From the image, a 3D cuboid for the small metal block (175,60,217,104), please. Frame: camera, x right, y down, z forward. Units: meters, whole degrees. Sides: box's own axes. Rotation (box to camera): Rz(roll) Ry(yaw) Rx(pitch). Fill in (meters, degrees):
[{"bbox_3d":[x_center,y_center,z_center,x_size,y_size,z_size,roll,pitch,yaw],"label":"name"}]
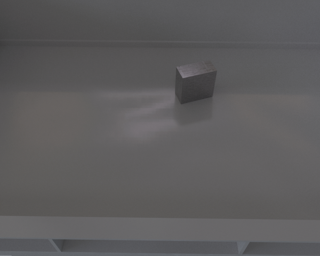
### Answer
[{"bbox_3d":[0.050,-0.065,0.444,0.050,0.050,0.025,-14,52,-12],"label":"small metal block"}]
